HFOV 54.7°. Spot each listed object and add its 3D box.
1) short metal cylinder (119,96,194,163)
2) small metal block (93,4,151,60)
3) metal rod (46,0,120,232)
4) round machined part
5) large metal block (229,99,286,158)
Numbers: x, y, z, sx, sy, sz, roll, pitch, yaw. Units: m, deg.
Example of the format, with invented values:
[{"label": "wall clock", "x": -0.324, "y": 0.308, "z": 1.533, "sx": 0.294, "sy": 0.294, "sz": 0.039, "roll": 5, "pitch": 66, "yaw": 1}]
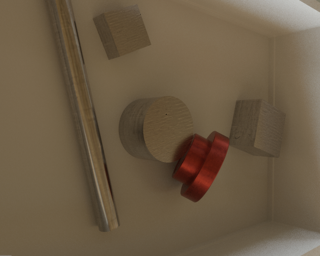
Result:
[{"label": "short metal cylinder", "x": -0.004, "y": 0.001, "z": 0.389, "sx": 0.081, "sy": 0.050, "sz": 0.079, "roll": 0, "pitch": 90, "yaw": -40}, {"label": "small metal block", "x": -0.044, "y": -0.115, "z": 0.371, "sx": 0.050, "sy": 0.025, "sz": 0.050, "roll": -32, "pitch": 110, "yaw": -36}, {"label": "metal rod", "x": -0.086, "y": -0.031, "z": 0.335, "sx": 0.025, "sy": 0.025, "sz": 0.298, "roll": -18, "pitch": 102, "yaw": -39}, {"label": "round machined part", "x": 0.050, "y": 0.046, "z": 0.416, "sx": 0.042, "sy": 0.098, "sz": 0.098, "roll": 28, "pitch": 68, "yaw": 1}, {"label": "large metal block", "x": 0.169, "y": 0.002, "z": 0.535, "sx": 0.080, "sy": 0.050, "sz": 0.080, "roll": 21, "pitch": 76, "yaw": -38}]
